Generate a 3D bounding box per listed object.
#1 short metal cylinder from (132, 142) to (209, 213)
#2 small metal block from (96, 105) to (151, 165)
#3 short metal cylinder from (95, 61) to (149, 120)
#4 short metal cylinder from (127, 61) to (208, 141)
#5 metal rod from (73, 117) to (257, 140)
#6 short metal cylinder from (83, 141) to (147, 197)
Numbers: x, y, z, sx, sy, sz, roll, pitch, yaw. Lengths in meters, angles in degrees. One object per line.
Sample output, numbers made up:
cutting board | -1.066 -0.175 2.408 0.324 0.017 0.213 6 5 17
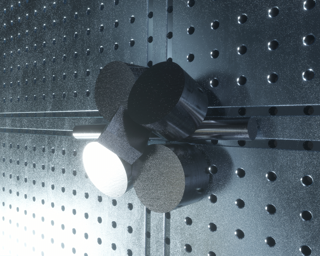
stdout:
short metal cylinder | 0.012 0.058 0.378 0.080 0.050 0.079 0 90 40
small metal block | -0.041 0.008 0.376 0.050 0.050 0.025 36 128 -12
short metal cylinder | -0.044 -0.048 0.424 0.080 0.050 0.079 0 90 40
short metal cylinder | 0.009 -0.031 0.364 0.080 0.050 0.080 -20 55 31
metal rod | -0.019 0.004 0.419 0.300 0.025 0.025 -1 89 40
short metal cylinder | -0.058 0.046 0.420 0.080 0.050 0.079 17 120 32
